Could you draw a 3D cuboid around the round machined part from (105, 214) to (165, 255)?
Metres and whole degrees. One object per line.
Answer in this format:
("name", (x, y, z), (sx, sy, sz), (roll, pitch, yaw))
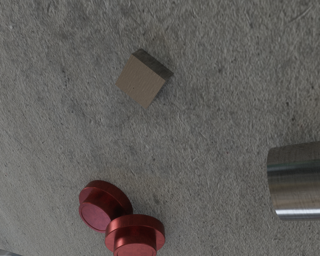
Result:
("round machined part", (-0.040, 0.187, 0.504), (0.099, 0.042, 0.097), (-2, 130, -3))

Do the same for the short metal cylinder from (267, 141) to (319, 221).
("short metal cylinder", (0.151, 0.056, 0.326), (0.050, 0.080, 0.080), (-13, 112, 33))

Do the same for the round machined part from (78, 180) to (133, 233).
("round machined part", (-0.100, 0.142, 0.534), (0.098, 0.042, 0.097), (13, 124, 20))

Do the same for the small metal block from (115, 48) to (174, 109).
("small metal block", (-0.020, -0.060, 0.379), (0.050, 0.025, 0.050), (39, 129, 1))
